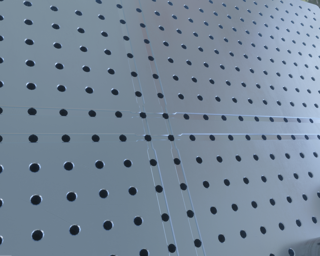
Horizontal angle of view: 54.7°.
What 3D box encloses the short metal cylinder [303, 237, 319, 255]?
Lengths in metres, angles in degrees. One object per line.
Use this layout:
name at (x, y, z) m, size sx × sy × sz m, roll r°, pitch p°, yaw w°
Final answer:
short metal cylinder at (0.240, 0.182, 0.409) m, size 0.081 × 0.050 × 0.080 m, roll 14°, pitch 56°, yaw -21°
